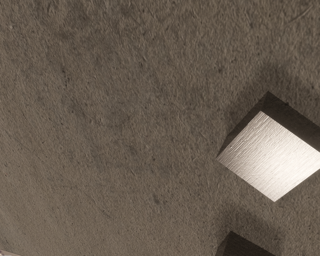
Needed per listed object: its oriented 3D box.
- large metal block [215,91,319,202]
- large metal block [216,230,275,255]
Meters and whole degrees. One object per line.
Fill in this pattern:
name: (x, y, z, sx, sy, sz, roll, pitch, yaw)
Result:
large metal block: (0.122, 0.021, 0.339, 0.080, 0.050, 0.079, 36, 129, 3)
large metal block: (0.117, 0.209, 0.438, 0.080, 0.080, 0.050, 28, 128, 10)
